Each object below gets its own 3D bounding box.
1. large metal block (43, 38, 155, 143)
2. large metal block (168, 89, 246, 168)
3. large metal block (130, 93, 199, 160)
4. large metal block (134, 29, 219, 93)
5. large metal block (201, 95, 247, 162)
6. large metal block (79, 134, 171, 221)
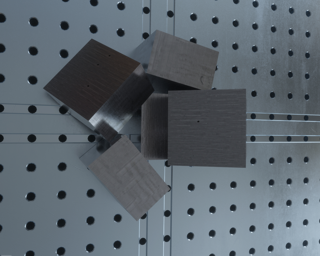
[{"bbox_3d":[-0.068,-0.044,0.351,0.080,0.080,0.050,-51,150,-13],"label":"large metal block"},{"bbox_3d":[0.054,0.000,0.345,0.080,0.050,0.080,0,89,14],"label":"large metal block"},{"bbox_3d":[0.007,-0.002,0.402,0.081,0.050,0.080,1,90,-20],"label":"large metal block"},{"bbox_3d":[0.014,-0.075,0.389,0.081,0.080,0.050,14,85,-19],"label":"large metal block"},{"bbox_3d":[0.086,0.000,0.406,0.050,0.080,0.080,0,90,18],"label":"large metal block"},{"bbox_3d":[-0.045,0.053,0.365,0.050,0.080,0.080,-42,104,-16],"label":"large metal block"}]
